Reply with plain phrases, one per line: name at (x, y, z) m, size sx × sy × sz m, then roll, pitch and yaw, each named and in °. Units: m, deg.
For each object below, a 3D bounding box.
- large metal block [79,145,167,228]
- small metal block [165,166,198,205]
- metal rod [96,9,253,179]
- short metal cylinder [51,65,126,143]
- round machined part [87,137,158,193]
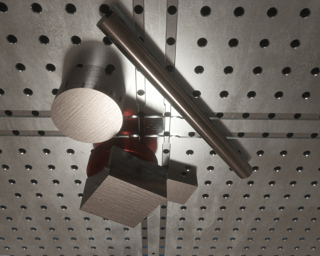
large metal block at (-0.047, 0.079, 0.407) m, size 0.080 × 0.050 × 0.080 m, roll 27°, pitch 125°, yaw -21°
small metal block at (0.025, 0.092, 0.491) m, size 0.050 × 0.025 × 0.050 m, roll 17°, pitch 128°, yaw -15°
metal rod at (0.037, -0.023, 0.392) m, size 0.025 × 0.025 × 0.300 m, roll -31°, pitch 124°, yaw 23°
short metal cylinder at (-0.083, -0.028, 0.370) m, size 0.081 × 0.050 × 0.079 m, roll -1°, pitch 130°, yaw 0°
round machined part at (-0.052, 0.051, 0.443) m, size 0.099 × 0.042 × 0.097 m, roll -1°, pitch 130°, yaw 0°
